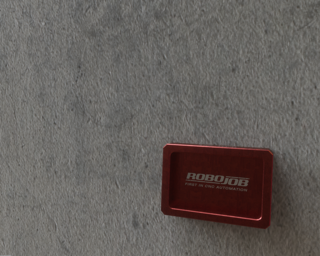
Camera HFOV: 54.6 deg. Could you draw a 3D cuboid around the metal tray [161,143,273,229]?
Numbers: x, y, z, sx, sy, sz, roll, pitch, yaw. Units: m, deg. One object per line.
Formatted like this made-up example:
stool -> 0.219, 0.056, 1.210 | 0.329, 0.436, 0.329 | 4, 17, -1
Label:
metal tray -> 0.069, 0.067, 0.382 | 0.130, 0.030, 0.090 | 2, 91, 20
